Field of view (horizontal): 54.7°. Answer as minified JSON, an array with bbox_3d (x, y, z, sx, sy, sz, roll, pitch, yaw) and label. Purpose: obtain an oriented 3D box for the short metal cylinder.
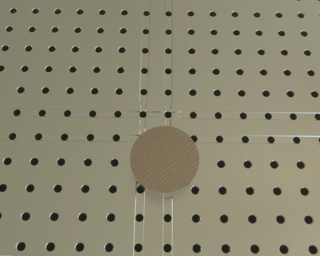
[{"bbox_3d":[0.005,0.043,0.383,0.081,0.050,0.080,0,70,0],"label":"short metal cylinder"}]
